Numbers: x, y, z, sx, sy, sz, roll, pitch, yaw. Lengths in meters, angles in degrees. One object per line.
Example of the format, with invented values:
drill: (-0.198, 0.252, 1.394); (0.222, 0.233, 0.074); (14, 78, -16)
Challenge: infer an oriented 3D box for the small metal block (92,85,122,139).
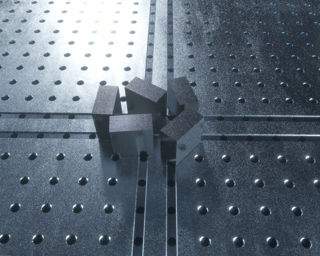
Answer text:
small metal block: (-0.068, -0.020, 0.408); (0.025, 0.050, 0.050); (3, 51, 3)

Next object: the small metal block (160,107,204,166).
small metal block: (0.027, 0.011, 0.382); (0.025, 0.050, 0.050); (34, 58, 26)

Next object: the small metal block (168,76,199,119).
small metal block: (0.030, -0.033, 0.419); (0.025, 0.050, 0.050); (-12, 50, -10)

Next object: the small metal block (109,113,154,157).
small metal block: (-0.034, 0.010, 0.383); (0.050, 0.050, 0.025); (-4, 50, -3)

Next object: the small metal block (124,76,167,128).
small metal block: (-0.018, -0.035, 0.421); (0.050, 0.050, 0.025); (27, 56, 20)
